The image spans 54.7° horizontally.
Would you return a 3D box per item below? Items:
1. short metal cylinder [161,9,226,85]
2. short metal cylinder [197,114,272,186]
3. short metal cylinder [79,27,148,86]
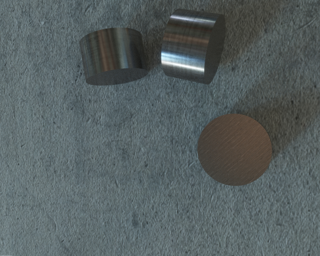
[{"bbox_3d":[0.041,-0.095,0.365,0.050,0.080,0.080,15,95,19],"label":"short metal cylinder"},{"bbox_3d":[0.089,0.024,0.364,0.080,0.050,0.080,0,90,20],"label":"short metal cylinder"},{"bbox_3d":[-0.059,-0.089,0.401,0.080,0.080,0.050,-11,86,19],"label":"short metal cylinder"}]
